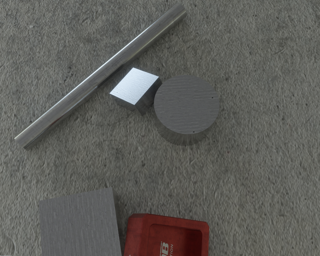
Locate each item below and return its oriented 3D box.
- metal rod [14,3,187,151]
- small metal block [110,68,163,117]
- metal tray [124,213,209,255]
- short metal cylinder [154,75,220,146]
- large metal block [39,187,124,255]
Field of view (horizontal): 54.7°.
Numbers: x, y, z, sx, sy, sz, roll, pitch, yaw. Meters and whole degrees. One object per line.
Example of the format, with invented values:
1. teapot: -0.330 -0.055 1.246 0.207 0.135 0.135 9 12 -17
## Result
1. metal rod: -0.074 -0.080 0.436 0.025 0.025 0.301 43 75 13
2. small metal block: -0.030 -0.049 0.415 0.050 0.025 0.050 26 70 37
3. metal tray: 0.006 0.160 0.322 0.091 0.030 0.130 18 67 -30
4. short metal cylinder: 0.033 -0.022 0.403 0.081 0.050 0.080 0 70 -1
5. large metal block: -0.085 0.118 0.351 0.081 0.050 0.080 -10 70 -4
